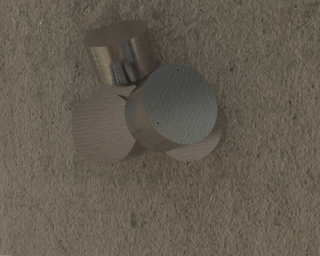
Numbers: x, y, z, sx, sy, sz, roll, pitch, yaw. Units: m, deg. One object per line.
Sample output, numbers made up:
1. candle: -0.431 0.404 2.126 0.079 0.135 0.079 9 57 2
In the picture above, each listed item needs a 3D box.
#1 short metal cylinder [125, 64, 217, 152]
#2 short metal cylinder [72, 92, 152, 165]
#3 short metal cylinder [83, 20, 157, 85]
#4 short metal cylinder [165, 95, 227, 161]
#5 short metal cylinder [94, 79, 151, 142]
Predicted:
1. short metal cylinder: 0.010 -0.019 0.316 0.050 0.081 0.080 -26 79 61
2. short metal cylinder: -0.053 0.000 0.361 0.080 0.050 0.079 0 90 19
3. short metal cylinder: -0.049 -0.097 0.390 0.080 0.080 0.050 0 129 19
4. short metal cylinder: 0.039 -0.001 0.382 0.080 0.050 0.079 0 90 19
5. short metal cylinder: -0.046 -0.022 0.412 0.080 0.050 0.079 0 90 19
